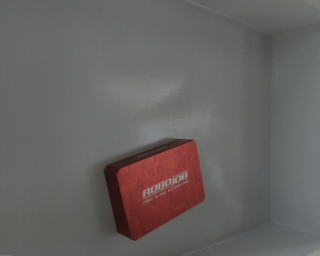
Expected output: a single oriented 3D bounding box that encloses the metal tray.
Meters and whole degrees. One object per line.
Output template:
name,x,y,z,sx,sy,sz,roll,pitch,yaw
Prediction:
metal tray,-0.001,0.073,0.401,0.131,0.030,0.090,-18,101,-38
